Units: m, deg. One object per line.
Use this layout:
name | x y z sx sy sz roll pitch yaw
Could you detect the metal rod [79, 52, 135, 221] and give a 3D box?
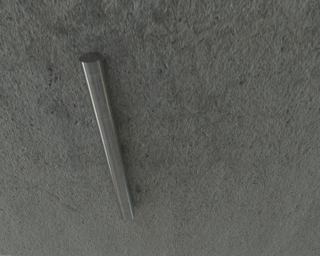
metal rod | -0.066 0.036 0.436 0.025 0.025 0.298 -3 130 2
